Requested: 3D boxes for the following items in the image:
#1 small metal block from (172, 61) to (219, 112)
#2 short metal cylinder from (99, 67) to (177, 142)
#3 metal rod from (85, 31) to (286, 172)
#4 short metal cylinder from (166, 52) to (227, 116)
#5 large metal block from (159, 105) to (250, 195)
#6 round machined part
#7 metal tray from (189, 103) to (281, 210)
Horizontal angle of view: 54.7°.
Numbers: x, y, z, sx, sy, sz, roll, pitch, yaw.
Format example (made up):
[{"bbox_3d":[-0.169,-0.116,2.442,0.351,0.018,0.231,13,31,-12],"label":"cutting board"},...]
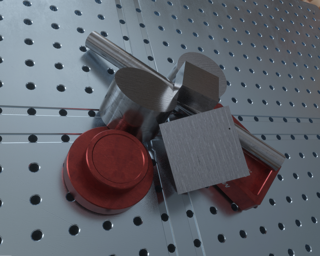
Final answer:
[{"bbox_3d":[0.046,-0.051,0.392,0.050,0.025,0.050,23,45,-14],"label":"small metal block"},{"bbox_3d":[-0.027,-0.029,0.377,0.080,0.050,0.080,22,35,-16],"label":"short metal cylinder"},{"bbox_3d":[0.029,-0.038,0.411,0.301,0.025,0.025,34,51,6],"label":"metal rod"},{"bbox_3d":[0.050,-0.064,0.454,0.081,0.050,0.080,14,56,-21],"label":"short metal cylinder"},{"bbox_3d":[0.050,0.026,0.365,0.080,0.050,0.080,-15,83,1],"label":"large metal block"},{"bbox_3d":[-0.051,0.041,0.339,0.099,0.042,0.098,14,56,-21],"label":"round machined part"},{"bbox_3d":[0.098,0.037,0.431,0.130,0.030,0.090,45,51,3],"label":"metal tray"}]
